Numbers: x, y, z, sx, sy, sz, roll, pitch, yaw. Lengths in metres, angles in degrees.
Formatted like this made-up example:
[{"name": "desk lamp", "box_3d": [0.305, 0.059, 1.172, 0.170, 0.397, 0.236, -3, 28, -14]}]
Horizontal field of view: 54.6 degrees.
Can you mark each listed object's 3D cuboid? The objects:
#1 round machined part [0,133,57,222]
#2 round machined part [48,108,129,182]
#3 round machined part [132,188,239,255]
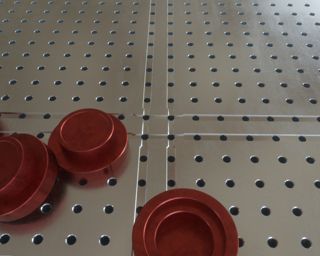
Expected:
[{"name": "round machined part", "box_3d": [-0.168, 0.048, 0.339, 0.098, 0.042, 0.098, -7, 59, 11]}, {"name": "round machined part", "box_3d": [-0.089, 0.014, 0.385, 0.099, 0.042, 0.098, 0, 50, 0]}, {"name": "round machined part", "box_3d": [0.023, 0.112, 0.303, 0.099, 0.042, 0.098, 0, 50, 0]}]
